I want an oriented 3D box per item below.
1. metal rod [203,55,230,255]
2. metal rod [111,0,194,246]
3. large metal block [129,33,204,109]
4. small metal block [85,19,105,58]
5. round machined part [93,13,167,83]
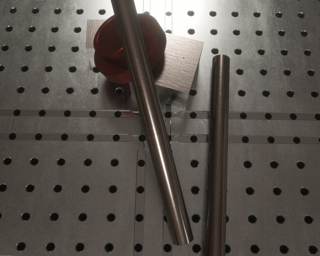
[{"bbox_3d":[0.074,0.040,0.397,0.025,0.025,0.299,5,70,1],"label":"metal rod"},{"bbox_3d":[-0.009,-0.012,0.353,0.025,0.025,0.298,-15,95,-6],"label":"metal rod"},{"bbox_3d":[0.009,-0.082,0.428,0.080,0.050,0.080,15,71,5],"label":"large metal block"},{"bbox_3d":[-0.081,-0.133,0.459,0.050,0.025,0.050,-1,70,-1],"label":"small metal block"},{"bbox_3d":[-0.045,-0.109,0.395,0.098,0.042,0.098,-13,59,23],"label":"round machined part"}]
